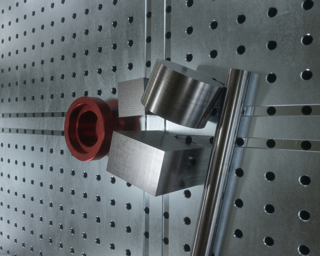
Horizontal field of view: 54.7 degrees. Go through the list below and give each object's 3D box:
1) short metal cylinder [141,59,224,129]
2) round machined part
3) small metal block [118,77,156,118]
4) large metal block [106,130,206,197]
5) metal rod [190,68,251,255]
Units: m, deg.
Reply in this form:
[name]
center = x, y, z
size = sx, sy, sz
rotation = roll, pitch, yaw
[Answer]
[short metal cylinder]
center = 0.025, -0.040, 0.352
size = 0.080, 0.081, 0.050
rotation = 35, 112, 34
[round machined part]
center = -0.102, 0.001, 0.480
size = 0.098, 0.042, 0.097
rotation = 0, 90, 39
[small metal block]
center = -0.032, -0.041, 0.434
size = 0.050, 0.025, 0.050
rotation = -3, 88, 39
[large metal block]
center = -0.004, 0.038, 0.375
size = 0.080, 0.081, 0.050
rotation = 19, 102, 38
[metal rod]
center = 0.061, 0.083, 0.357
size = 0.025, 0.025, 0.298
rotation = 17, 100, 38
